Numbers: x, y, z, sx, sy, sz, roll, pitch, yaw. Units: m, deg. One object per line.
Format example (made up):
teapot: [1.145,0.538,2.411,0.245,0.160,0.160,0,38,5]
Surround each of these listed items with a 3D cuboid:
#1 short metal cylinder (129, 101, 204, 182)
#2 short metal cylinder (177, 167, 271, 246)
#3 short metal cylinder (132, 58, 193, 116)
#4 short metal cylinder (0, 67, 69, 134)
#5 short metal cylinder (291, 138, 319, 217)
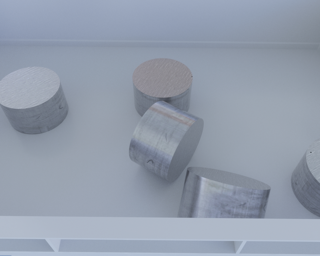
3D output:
short metal cylinder: [0.009,0.015,0.357,0.050,0.080,0.080,27,55,20]
short metal cylinder: [0.061,0.072,0.301,0.080,0.080,0.050,12,92,9]
short metal cylinder: [0.003,-0.053,0.433,0.081,0.050,0.080,0,50,0]
short metal cylinder: [-0.170,-0.038,0.418,0.081,0.050,0.080,0,50,0]
short metal cylinder: [0.196,0.056,0.345,0.081,0.050,0.080,0,50,0]
